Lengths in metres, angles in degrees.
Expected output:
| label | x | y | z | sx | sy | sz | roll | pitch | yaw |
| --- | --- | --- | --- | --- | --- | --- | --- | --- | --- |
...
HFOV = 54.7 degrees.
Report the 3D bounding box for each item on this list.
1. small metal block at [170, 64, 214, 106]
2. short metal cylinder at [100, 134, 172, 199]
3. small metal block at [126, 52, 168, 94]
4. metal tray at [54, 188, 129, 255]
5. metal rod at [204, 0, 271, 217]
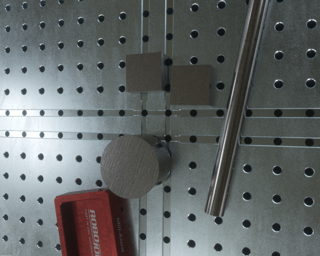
| label | x | y | z | sx | sy | sz | roll | pitch | yaw |
| --- | --- | --- | --- | --- | --- | --- | --- | --- | --- |
| small metal block | 0.041 | -0.054 | 0.398 | 0.050 | 0.025 | 0.050 | 2 | 91 | 19 |
| short metal cylinder | -0.031 | 0.049 | 0.409 | 0.080 | 0.050 | 0.079 | 0 | 90 | 19 |
| small metal block | -0.017 | -0.073 | 0.418 | 0.050 | 0.025 | 0.050 | 0 | 90 | 19 |
| metal tray | -0.097 | 0.155 | 0.442 | 0.090 | 0.030 | 0.129 | -10 | 87 | 19 |
| metal rod | 0.097 | -0.039 | 0.378 | 0.025 | 0.025 | 0.298 | 13 | 94 | 19 |
